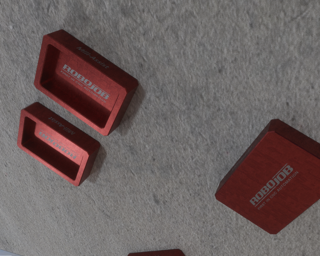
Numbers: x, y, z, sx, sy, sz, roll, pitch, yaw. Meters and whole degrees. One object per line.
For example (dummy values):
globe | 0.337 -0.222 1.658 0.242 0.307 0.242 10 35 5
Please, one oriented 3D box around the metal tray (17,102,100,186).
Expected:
metal tray | -0.169 0.028 0.506 0.130 0.030 0.089 33 128 6

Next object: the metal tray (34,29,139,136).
metal tray | -0.103 -0.059 0.418 0.130 0.030 0.089 35 129 4

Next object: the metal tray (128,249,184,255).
metal tray | 0.002 0.269 0.567 0.130 0.030 0.090 -22 107 35

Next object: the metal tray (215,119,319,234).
metal tray | 0.136 0.063 0.370 0.090 0.030 0.129 32 128 6
